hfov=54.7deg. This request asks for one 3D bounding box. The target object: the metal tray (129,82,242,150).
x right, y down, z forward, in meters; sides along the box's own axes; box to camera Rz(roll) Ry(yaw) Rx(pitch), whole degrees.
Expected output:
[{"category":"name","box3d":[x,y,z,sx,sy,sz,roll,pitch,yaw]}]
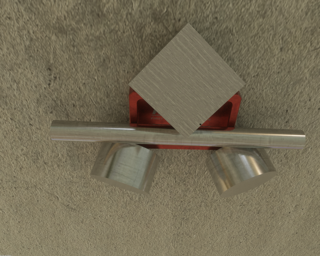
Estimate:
[{"category":"metal tray","box3d":[0.028,-0.015,0.394,0.131,0.030,0.089,1,130,-2]}]

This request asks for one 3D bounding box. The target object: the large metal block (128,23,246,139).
[{"category":"large metal block","box3d":[0.026,-0.050,0.322,0.080,0.050,0.080,43,102,-12]}]

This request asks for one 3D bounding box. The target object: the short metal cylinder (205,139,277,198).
[{"category":"short metal cylinder","box3d":[0.108,0.054,0.418,0.081,0.050,0.080,-17,154,-8]}]

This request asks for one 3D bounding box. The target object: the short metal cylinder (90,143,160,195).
[{"category":"short metal cylinder","box3d":[-0.046,0.052,0.412,0.080,0.050,0.080,16,162,6]}]

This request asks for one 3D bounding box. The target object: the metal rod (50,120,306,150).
[{"category":"metal rod","box3d":[0.023,0.009,0.377,0.302,0.025,0.025,2,130,-2]}]
